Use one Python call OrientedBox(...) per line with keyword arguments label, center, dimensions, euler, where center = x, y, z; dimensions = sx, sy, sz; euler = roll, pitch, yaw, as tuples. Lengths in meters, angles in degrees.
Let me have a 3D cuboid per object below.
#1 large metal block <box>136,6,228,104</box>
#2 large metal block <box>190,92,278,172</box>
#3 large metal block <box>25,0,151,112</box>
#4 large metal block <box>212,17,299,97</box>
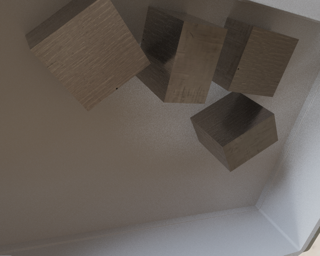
OrientedBox(label="large metal block", center=(0.018, -0.080, 0.335), dimensions=(0.050, 0.080, 0.079), euler=(-1, 119, -29))
OrientedBox(label="large metal block", center=(0.102, 0.001, 0.432), dimensions=(0.080, 0.080, 0.050), euler=(-32, 129, -8))
OrientedBox(label="large metal block", center=(-0.070, -0.078, 0.307), dimensions=(0.080, 0.050, 0.080), euler=(-38, 130, -3))
OrientedBox(label="large metal block", center=(0.119, -0.090, 0.404), dimensions=(0.081, 0.050, 0.079), euler=(3, 117, -30))
